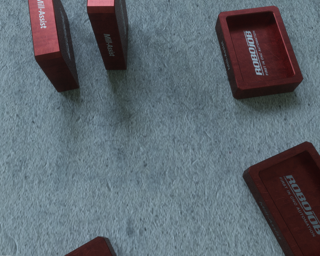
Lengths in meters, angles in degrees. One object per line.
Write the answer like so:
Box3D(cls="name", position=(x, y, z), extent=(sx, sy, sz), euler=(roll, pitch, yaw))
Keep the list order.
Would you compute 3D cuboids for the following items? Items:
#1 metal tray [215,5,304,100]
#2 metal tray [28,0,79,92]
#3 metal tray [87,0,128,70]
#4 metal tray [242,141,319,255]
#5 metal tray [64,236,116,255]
Box3D(cls="metal tray", position=(0.139, -0.110, 0.446), extent=(0.091, 0.030, 0.130), euler=(-8, 70, -3))
Box3D(cls="metal tray", position=(-0.143, -0.125, 0.418), extent=(0.030, 0.090, 0.130), euler=(-13, 71, -4))
Box3D(cls="metal tray", position=(-0.064, -0.146, 0.405), extent=(0.030, 0.130, 0.090), euler=(-1, 70, 0))
Box3D(cls="metal tray", position=(0.172, 0.092, 0.372), extent=(0.091, 0.030, 0.130), euler=(-23, 72, -8))
Box3D(cls="metal tray", position=(-0.072, 0.197, 0.333), extent=(0.090, 0.030, 0.130), euler=(-28, 73, -10))
